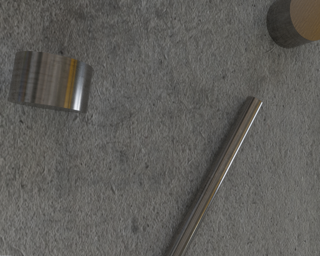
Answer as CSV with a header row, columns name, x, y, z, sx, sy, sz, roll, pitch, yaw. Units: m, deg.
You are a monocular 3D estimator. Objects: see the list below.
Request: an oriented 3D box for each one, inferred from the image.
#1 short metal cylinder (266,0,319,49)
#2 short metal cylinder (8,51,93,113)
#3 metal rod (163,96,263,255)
name,x,y,z,sx,sy,sz,roll,pitch,yaw
short metal cylinder,0.212,-0.167,0.474,0.081,0.050,0.079,0,90,-20
short metal cylinder,-0.117,-0.047,0.337,0.081,0.080,0.050,8,87,-20
metal rod,0.067,0.087,0.433,0.025,0.025,0.300,33,79,-17
